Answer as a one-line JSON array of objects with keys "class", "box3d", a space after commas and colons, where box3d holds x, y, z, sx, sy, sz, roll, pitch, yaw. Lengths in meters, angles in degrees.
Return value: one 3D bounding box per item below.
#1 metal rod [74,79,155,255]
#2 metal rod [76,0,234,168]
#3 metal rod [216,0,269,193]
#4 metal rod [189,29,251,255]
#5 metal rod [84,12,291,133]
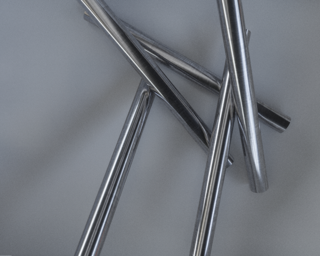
[{"class": "metal rod", "box3d": [-0.053, 0.064, 0.348, 0.025, 0.025, 0.300, 18, 64, 0]}, {"class": "metal rod", "box3d": [-0.008, -0.064, 0.384, 0.025, 0.025, 0.300, -41, 101, 0]}, {"class": "metal rod", "box3d": [0.094, -0.051, 0.353, 0.025, 0.025, 0.298, -17, 114, 0]}, {"class": "metal rod", "box3d": [0.073, 0.026, 0.381, 0.025, 0.025, 0.298, 11, 87, 0]}, {"class": "metal rod", "box3d": [0.036, -0.079, 0.411, 0.301, 0.025, 0.025, 30, 90, 0]}]
